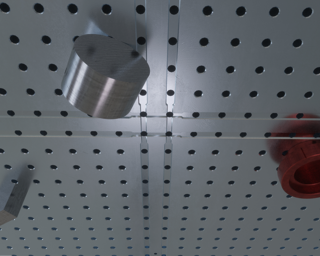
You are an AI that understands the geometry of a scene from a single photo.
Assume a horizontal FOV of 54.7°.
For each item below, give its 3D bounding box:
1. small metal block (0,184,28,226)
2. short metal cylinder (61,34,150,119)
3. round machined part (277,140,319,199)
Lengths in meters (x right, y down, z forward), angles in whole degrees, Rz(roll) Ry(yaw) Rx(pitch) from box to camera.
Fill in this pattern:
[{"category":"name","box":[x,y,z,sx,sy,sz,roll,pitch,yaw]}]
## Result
[{"category":"small metal block","box":[-0.248,0.125,0.499,0.050,0.050,0.025,-28,125,21]},{"category":"short metal cylinder","box":[-0.058,-0.055,0.328,0.080,0.080,0.050,20,127,-16]},{"category":"round machined part","box":[0.221,0.056,0.451,0.099,0.042,0.097,0,130,0]}]
